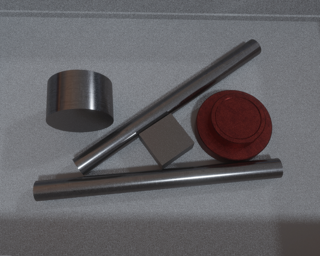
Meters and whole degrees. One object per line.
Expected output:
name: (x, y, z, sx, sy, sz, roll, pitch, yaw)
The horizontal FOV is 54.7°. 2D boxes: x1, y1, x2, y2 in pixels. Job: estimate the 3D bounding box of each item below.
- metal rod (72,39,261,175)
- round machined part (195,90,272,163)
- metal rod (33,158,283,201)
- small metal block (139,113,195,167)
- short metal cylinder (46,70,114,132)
metal rod: (0.018, -0.035, 0.421, 0.301, 0.025, 0.025, -35, 74, -12)
round machined part: (0.097, -0.006, 0.401, 0.099, 0.042, 0.098, 0, 70, -1)
metal rod: (0.000, 0.064, 0.385, 0.302, 0.025, 0.025, -5, 70, -3)
small metal block: (0.008, 0.017, 0.401, 0.050, 0.025, 0.050, -34, 74, -12)
short metal cylinder: (-0.100, -0.031, 0.390, 0.081, 0.080, 0.050, -5, 70, -2)
